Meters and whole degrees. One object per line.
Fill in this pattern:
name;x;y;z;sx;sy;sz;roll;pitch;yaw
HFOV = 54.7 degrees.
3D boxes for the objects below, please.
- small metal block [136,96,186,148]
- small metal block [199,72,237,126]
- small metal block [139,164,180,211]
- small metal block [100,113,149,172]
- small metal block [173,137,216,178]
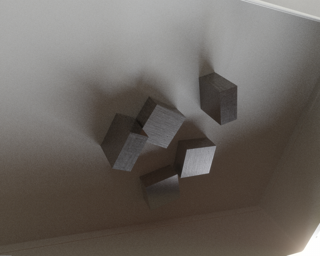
small metal block;-0.003;-0.006;0.403;0.050;0.025;0.050;22;107;-36
small metal block;0.076;-0.039;0.410;0.025;0.050;0.050;-21;127;-16
small metal block;0.000;0.089;0.464;0.050;0.025;0.050;-20;126;-17
small metal block;-0.045;0.017;0.378;0.025;0.050;0.050;16;110;-35
small metal block;0.051;0.044;0.464;0.050;0.025;0.050;-5;121;-26
